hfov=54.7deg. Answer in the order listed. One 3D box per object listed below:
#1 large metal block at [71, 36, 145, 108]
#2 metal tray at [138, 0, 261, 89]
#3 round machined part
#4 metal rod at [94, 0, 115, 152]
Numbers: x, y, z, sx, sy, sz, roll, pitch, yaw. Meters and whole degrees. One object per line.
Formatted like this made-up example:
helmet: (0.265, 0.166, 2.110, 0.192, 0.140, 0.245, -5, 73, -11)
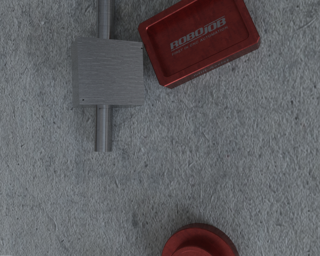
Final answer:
large metal block: (-0.068, -0.067, 0.398, 0.081, 0.050, 0.080, -2, 89, -24)
metal tray: (0.047, -0.116, 0.389, 0.130, 0.030, 0.090, -23, 82, 18)
round machined part: (0.047, 0.173, 0.383, 0.098, 0.042, 0.097, 0, 90, 20)
metal rod: (-0.077, -0.116, 0.436, 0.025, 0.025, 0.298, 1, 90, 20)
